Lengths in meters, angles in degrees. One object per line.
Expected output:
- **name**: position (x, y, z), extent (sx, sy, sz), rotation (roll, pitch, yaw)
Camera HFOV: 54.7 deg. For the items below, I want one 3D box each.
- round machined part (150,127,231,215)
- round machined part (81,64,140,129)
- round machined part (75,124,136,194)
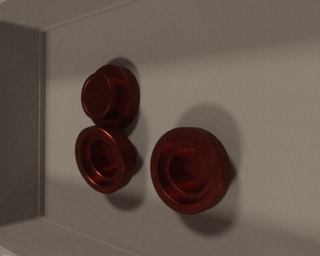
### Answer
- **round machined part**: position (0.039, 0.047, 0.362), extent (0.098, 0.042, 0.097), rotation (0, 90, 39)
- **round machined part**: position (-0.080, -0.046, 0.459), extent (0.098, 0.042, 0.097), rotation (0, 90, 39)
- **round machined part**: position (-0.074, 0.041, 0.446), extent (0.098, 0.042, 0.097), rotation (11, 109, 35)
